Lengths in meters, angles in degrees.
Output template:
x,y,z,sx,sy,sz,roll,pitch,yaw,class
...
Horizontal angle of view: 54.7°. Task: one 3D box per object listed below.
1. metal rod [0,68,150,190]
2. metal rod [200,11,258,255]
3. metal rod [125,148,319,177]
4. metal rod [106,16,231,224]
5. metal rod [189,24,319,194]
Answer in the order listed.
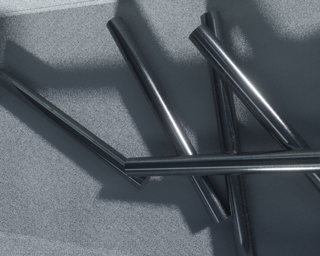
x,y,z,sx,sy,sz,roll,pitch,yaw,class
-0.140,-0.006,0.459,0.300,0.025,0.025,34,101,16,metal rod
0.084,0.006,0.380,0.025,0.025,0.298,-9,87,20,metal rod
0.097,0.039,0.341,0.301,0.025,0.025,-5,88,24,metal rod
0.007,-0.018,0.408,0.025,0.025,0.299,-31,80,17,metal rod
0.136,0.003,0.346,0.025,0.025,0.300,-40,83,16,metal rod
